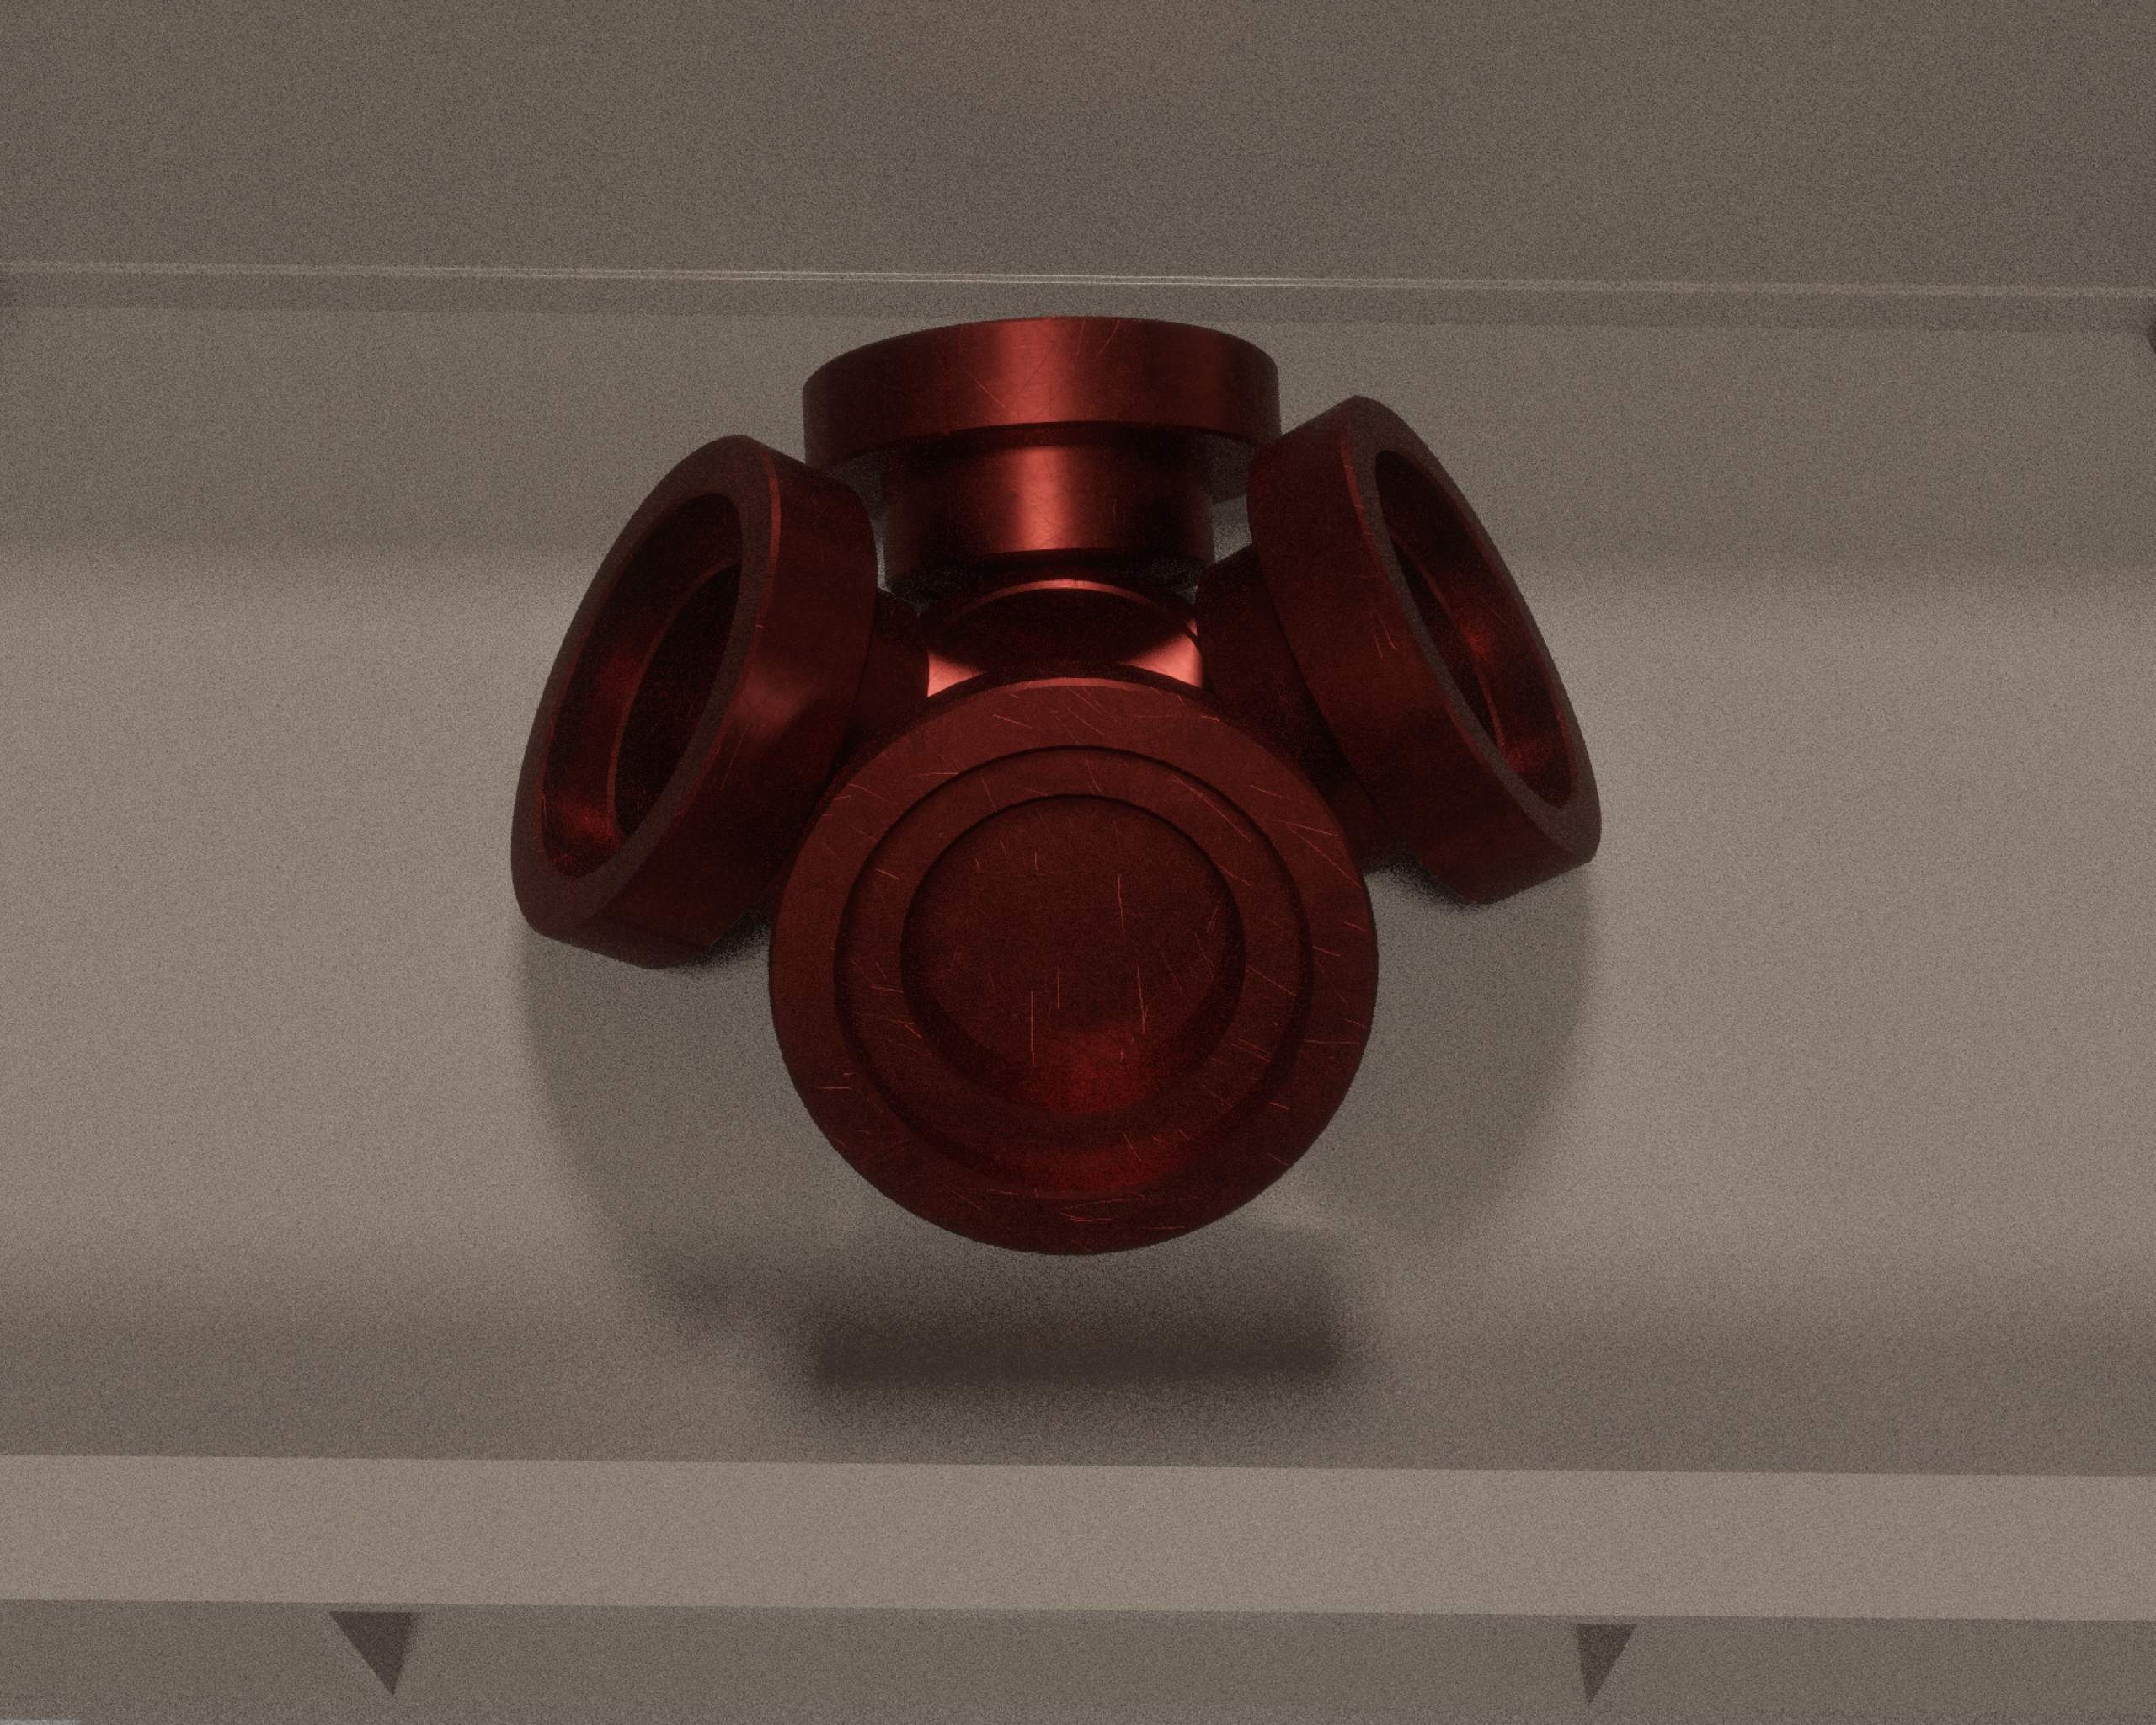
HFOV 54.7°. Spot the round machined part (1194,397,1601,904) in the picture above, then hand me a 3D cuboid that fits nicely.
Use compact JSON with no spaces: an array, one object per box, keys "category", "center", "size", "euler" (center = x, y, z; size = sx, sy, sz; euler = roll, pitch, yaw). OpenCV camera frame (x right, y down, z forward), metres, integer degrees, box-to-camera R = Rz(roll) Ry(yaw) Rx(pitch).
[{"category":"round machined part","center":[0.058,-0.036,0.400],"size":[0.042,0.098,0.098],"euler":[-27,45,25]}]

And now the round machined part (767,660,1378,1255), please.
[{"category":"round machined part","center":[-0.001,0.013,0.356],"size":[0.099,0.097,0.042],"euler":[-1,14,-1]}]

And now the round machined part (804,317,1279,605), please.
[{"category":"round machined part","center":[-0.007,-0.078,0.433],"size":[0.099,0.098,0.042],"euler":[-3,88,-3]}]

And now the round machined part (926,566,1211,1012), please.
[{"category":"round machined part","center":[-0.003,-0.021,0.409],"size":[0.099,0.042,0.098],"euler":[0,50,0]}]

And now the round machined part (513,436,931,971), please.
[{"category":"round machined part","center":[-0.064,-0.026,0.389],"size":[0.042,0.098,0.098],"euler":[22,41,-32]}]
